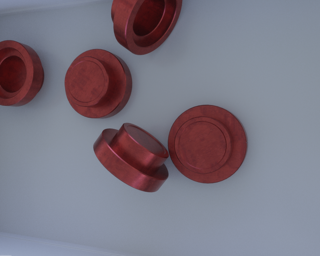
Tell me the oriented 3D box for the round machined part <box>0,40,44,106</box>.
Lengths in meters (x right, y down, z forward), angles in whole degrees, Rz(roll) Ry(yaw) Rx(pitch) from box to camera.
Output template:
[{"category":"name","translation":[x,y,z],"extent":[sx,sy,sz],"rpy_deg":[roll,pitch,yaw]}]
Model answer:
[{"category":"round machined part","translation":[-0.220,-0.082,0.477],"extent":[0.098,0.042,0.097],"rpy_deg":[0,90,19]}]

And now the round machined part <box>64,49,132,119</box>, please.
[{"category":"round machined part","translation":[-0.092,-0.062,0.433],"extent":[0.098,0.042,0.097],"rpy_deg":[0,90,19]}]

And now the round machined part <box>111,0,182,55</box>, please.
[{"category":"round machined part","translation":[-0.021,-0.143,0.379],"extent":[0.042,0.098,0.098],"rpy_deg":[39,102,21]}]

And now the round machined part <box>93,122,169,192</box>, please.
[{"category":"round machined part","translation":[-0.028,0.030,0.381],"extent":[0.098,0.098,0.042],"rpy_deg":[40,103,15]}]

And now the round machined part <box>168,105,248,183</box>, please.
[{"category":"round machined part","translation":[0.056,0.020,0.381],"extent":[0.098,0.042,0.097],"rpy_deg":[0,90,19]}]
